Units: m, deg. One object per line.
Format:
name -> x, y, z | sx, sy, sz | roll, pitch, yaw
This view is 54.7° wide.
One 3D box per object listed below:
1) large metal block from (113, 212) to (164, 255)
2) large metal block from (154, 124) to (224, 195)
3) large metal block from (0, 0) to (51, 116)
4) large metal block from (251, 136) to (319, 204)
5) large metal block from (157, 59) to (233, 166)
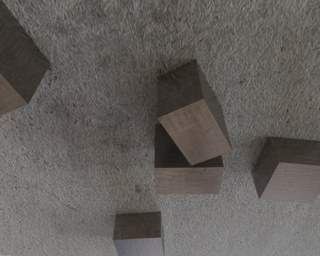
large metal block -> -0.035, 0.198, 0.559 | 0.080, 0.050, 0.080 | -4, 130, 3
large metal block -> 0.034, 0.039, 0.404 | 0.080, 0.080, 0.050 | -1, 130, 0
large metal block -> -0.166, -0.068, 0.311 | 0.050, 0.080, 0.080 | -19, 128, 15
large metal block -> 0.188, 0.061, 0.445 | 0.081, 0.050, 0.079 | 5, 130, -5
large metal block -> 0.039, -0.018, 0.356 | 0.050, 0.080, 0.080 | -23, 127, 18
